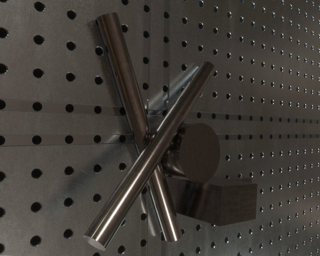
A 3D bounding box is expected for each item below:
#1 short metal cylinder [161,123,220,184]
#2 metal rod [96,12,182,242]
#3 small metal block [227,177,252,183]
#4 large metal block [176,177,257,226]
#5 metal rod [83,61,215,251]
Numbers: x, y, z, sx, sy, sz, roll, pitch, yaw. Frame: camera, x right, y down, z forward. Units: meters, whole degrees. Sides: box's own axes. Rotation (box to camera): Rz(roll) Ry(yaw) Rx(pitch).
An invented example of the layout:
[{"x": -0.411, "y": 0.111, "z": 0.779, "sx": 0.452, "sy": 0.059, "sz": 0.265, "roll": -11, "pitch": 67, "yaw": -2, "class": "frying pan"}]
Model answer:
[{"x": 0.038, "y": 0.034, "z": 0.425, "sx": 0.081, "sy": 0.050, "sz": 0.079, "roll": 1, "pitch": 88, "yaw": -42, "class": "short metal cylinder"}, {"x": -0.022, "y": 0.009, "z": 0.392, "sx": 0.025, "sy": 0.025, "sz": 0.298, "roll": -26, "pitch": 107, "yaw": -37, "class": "metal rod"}, {"x": 0.129, "y": 0.109, "z": 0.520, "sx": 0.050, "sy": 0.025, "sz": 0.050, "roll": 3, "pitch": 88, "yaw": -40, "class": "small metal block"}, {"x": 0.081, "y": 0.101, "z": 0.444, "sx": 0.081, "sy": 0.080, "sz": 0.050, "roll": 6, "pitch": 87, "yaw": -40, "class": "large metal block"}, {"x": 0.005, "y": 0.009, "z": 0.384, "sx": 0.025, "sy": 0.025, "sz": 0.301, "roll": 55, "pitch": 49, "yaw": -26, "class": "metal rod"}]
